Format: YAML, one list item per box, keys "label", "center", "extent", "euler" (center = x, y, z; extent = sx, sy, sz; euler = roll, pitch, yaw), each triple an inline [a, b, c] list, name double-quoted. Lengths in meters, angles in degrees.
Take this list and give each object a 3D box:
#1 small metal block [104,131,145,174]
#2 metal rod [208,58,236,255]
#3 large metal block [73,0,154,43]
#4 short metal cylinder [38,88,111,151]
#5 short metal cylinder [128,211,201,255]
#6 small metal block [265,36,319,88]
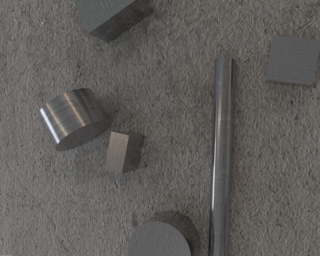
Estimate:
- label: "small metal block"
  center: [-0.046, 0.031, 0.412]
  extent: [0.025, 0.050, 0.050]
  euler: [12, 94, 19]
- label: "metal rod"
  center: [0.075, 0.065, 0.382]
  extent: [0.025, 0.025, 0.298]
  euler: [2, 91, 20]
- label: "large metal block"
  center: [-0.068, -0.177, 0.420]
  extent: [0.080, 0.050, 0.080]
  euler: [-29, 81, 17]
- label: "short metal cylinder"
  center: [-0.115, -0.010, 0.420]
  extent: [0.080, 0.080, 0.050]
  euler: [-34, 79, 17]
- label: "short metal cylinder"
  center: [0.007, 0.151, 0.393]
  extent: [0.080, 0.050, 0.080]
  euler: [0, 90, 20]
- label: "small metal block"
  center: [0.152, -0.075, 0.356]
  extent: [0.050, 0.025, 0.050]
  euler: [11, 94, 19]
